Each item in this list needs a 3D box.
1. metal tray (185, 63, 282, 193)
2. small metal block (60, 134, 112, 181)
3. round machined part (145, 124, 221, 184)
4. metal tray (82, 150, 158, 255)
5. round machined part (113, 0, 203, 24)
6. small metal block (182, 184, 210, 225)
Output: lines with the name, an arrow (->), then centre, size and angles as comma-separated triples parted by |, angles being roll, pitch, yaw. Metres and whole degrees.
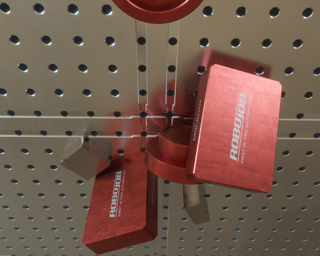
metal tray -> 0.085, 0.001, 0.350 | 0.091, 0.130, 0.030 | 13, 167, -11
small metal block -> -0.106, 0.044, 0.448 | 0.050, 0.025, 0.050 | -36, 122, 26
round machined part -> 0.031, 0.027, 0.390 | 0.099, 0.098, 0.042 | 5, 112, -5
metal tray -> -0.050, 0.097, 0.424 | 0.090, 0.130, 0.030 | -21, 127, 16
round machined part -> -0.002, -0.148, 0.274 | 0.099, 0.042, 0.097 | 0, 130, 0
small metal block -> 0.058, 0.118, 0.496 | 0.025, 0.050, 0.050 | -18, 128, 15
